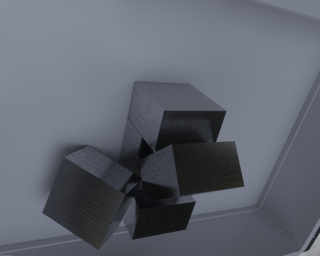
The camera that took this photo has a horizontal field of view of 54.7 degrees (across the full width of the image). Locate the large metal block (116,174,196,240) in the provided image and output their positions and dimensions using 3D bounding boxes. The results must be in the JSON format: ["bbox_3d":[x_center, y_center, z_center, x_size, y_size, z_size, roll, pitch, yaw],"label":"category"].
[{"bbox_3d":[-0.011,0.099,0.427,0.081,0.080,0.050,0,118,-29],"label":"large metal block"}]

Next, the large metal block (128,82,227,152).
[{"bbox_3d":[0.017,-0.016,0.371,0.081,0.080,0.050,-1,119,-28],"label":"large metal block"}]

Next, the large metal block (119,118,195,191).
[{"bbox_3d":[-0.005,0.033,0.412,0.081,0.050,0.079,-1,119,-29],"label":"large metal block"}]

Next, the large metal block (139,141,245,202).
[{"bbox_3d":[0.032,0.050,0.349,0.081,0.080,0.050,-1,74,-29],"label":"large metal block"}]

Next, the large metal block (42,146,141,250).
[{"bbox_3d":[-0.080,0.080,0.368,0.079,0.080,0.050,-64,169,18],"label":"large metal block"}]
